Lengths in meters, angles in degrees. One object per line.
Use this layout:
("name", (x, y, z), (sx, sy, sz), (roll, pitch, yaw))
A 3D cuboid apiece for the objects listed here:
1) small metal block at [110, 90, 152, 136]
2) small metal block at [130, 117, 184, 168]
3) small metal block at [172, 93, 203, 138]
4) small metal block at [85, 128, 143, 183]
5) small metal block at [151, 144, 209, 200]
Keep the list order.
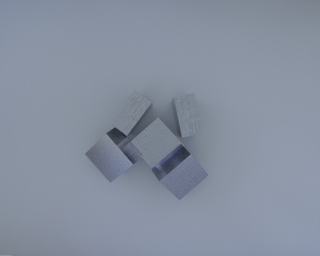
("small metal block", (-0.035, -0.018, 0.396), (0.025, 0.050, 0.050), (37, 90, 0))
("small metal block", (-0.004, 0.021, 0.409), (0.050, 0.025, 0.050), (-42, 91, 0))
("small metal block", (0.033, -0.015, 0.397), (0.025, 0.050, 0.050), (-11, 90, -1))
("small metal block", (-0.060, 0.034, 0.398), (0.050, 0.025, 0.050), (49, 123, -1))
("small metal block", (0.026, 0.057, 0.397), (0.050, 0.025, 0.050), (-41, 127, -1))
